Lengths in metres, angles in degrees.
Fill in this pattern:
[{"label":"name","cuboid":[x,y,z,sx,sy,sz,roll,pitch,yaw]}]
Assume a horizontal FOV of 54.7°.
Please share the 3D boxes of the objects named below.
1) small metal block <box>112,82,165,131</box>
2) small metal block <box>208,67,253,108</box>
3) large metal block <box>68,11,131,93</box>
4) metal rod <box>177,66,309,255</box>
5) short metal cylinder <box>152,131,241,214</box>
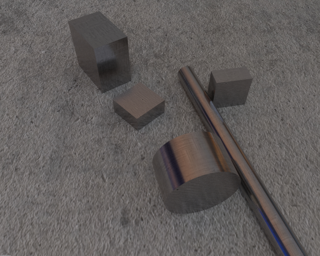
[{"label":"small metal block","cuboid":[-0.029,-0.031,0.429,0.050,0.025,0.050,-36,59,-27]},{"label":"small metal block","cuboid":[0.096,-0.056,0.435,0.050,0.050,0.025,-8,51,-7]},{"label":"large metal block","cuboid":[-0.088,-0.113,0.461,0.050,0.080,0.080,-28,56,-22]},{"label":"metal rod","cuboid":[0.086,0.024,0.383,0.025,0.025,0.299,-14,52,-12]},{"label":"short metal cylinder","cuboid":[0.037,0.049,0.327,0.081,0.080,0.050,-12,51,-10]}]
